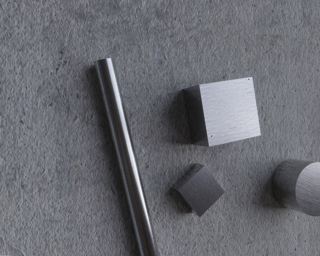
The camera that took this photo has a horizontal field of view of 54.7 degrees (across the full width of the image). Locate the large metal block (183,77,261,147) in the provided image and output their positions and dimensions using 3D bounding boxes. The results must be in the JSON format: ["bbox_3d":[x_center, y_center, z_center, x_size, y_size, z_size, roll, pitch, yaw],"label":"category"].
[{"bbox_3d":[0.084,-0.022,0.427,0.081,0.050,0.080,-11,94,-20],"label":"large metal block"}]

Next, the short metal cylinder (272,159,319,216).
[{"bbox_3d":[0.222,0.090,0.478,0.081,0.050,0.079,0,90,-20],"label":"short metal cylinder"}]

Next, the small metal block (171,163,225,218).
[{"bbox_3d":[0.053,0.085,0.429,0.050,0.025,0.050,-41,103,-15],"label":"small metal block"}]

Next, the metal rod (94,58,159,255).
[{"bbox_3d":[-0.037,0.062,0.395,0.025,0.025,0.298,-14,95,-20],"label":"metal rod"}]
